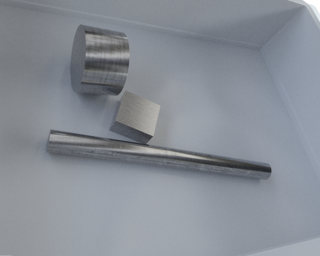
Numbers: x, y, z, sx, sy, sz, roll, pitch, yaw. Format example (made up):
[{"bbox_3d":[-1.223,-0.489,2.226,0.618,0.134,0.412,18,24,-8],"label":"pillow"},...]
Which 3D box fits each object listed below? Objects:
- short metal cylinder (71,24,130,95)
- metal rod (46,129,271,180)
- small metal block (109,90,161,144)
[{"bbox_3d":[-0.076,-0.081,0.380,0.050,0.080,0.080,3,61,-27],"label":"short metal cylinder"},{"bbox_3d":[0.017,0.038,0.392,0.302,0.025,0.025,10,57,-23],"label":"metal rod"},{"bbox_3d":[-0.031,-0.013,0.398,0.050,0.025,0.050,23,53,-15],"label":"small metal block"}]
